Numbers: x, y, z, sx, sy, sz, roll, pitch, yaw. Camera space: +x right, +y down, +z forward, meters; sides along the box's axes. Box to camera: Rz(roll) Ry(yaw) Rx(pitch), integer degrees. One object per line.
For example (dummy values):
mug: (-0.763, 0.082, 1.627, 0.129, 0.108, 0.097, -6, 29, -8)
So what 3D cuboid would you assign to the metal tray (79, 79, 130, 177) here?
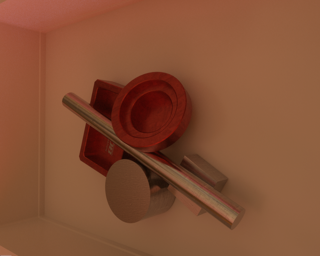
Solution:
metal tray: (-0.069, 0.002, 0.455, 0.090, 0.030, 0.129, 23, 105, 37)

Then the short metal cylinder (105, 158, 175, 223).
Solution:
short metal cylinder: (-0.026, 0.079, 0.407, 0.080, 0.050, 0.079, 0, 90, 39)

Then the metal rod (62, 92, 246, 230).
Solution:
metal rod: (-0.029, 0.025, 0.389, 0.300, 0.025, 0.025, 32, 110, 32)

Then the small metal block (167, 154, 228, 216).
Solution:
small metal block: (0.044, 0.066, 0.367, 0.050, 0.025, 0.050, 39, 113, 33)

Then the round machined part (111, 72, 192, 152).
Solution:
round machined part: (-0.007, -0.016, 0.381, 0.098, 0.042, 0.098, -10, 65, 22)
